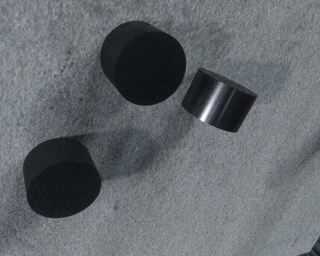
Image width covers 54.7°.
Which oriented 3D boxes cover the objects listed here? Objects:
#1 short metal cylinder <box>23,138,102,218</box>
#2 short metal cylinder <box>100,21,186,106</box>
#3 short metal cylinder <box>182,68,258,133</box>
[{"bbox_3d":[-0.115,0.058,0.365,0.081,0.050,0.079,-14,125,-21],"label":"short metal cylinder"},{"bbox_3d":[-0.019,-0.071,0.338,0.081,0.050,0.079,-14,125,-21],"label":"short metal cylinder"},{"bbox_3d":[0.074,-0.036,0.391,0.081,0.080,0.050,12,112,-34],"label":"short metal cylinder"}]
